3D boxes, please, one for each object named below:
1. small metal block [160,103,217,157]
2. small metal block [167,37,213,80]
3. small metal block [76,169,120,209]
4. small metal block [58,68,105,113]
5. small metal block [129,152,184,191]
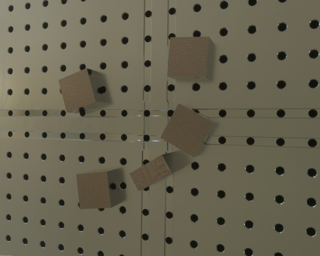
[{"bbox_3d":[0.037,0.003,0.400,0.050,0.025,0.050,31,100,17],"label":"small metal block"},{"bbox_3d":[0.039,-0.089,0.399,0.050,0.025,0.050,5,92,20],"label":"small metal block"},{"bbox_3d":[-0.089,0.088,0.445,0.050,0.025,0.050,-8,88,20],"label":"small metal block"},{"bbox_3d":[-0.115,-0.053,0.454,0.050,0.025,0.050,-18,84,19],"label":"small metal block"},{"bbox_3d":[-0.003,0.055,0.401,0.050,0.050,0.025,-31,80,17],"label":"small metal block"}]
